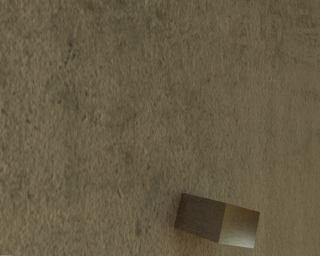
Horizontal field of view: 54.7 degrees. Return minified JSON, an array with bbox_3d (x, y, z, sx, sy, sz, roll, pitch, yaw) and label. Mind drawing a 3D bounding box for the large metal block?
[{"bbox_3d":[0.081,0.130,0.440,0.080,0.080,0.050,24,75,-38],"label":"large metal block"}]
